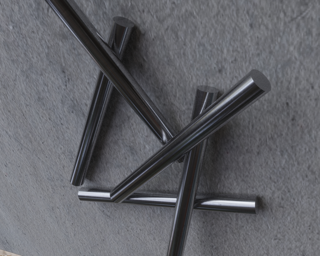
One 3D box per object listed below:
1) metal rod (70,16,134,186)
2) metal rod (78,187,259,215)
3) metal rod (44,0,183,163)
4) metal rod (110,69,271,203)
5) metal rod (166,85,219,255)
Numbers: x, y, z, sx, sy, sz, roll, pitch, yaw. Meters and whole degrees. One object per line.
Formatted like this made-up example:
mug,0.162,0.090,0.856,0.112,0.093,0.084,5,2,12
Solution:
metal rod,-0.092,-0.015,0.444,0.025,0.025,0.298,31,128,7
metal rod,-0.005,0.108,0.474,0.300,0.025,0.025,-4,117,29
metal rod,-0.056,-0.071,0.359,0.025,0.025,0.300,-22,117,36
metal rod,0.012,0.031,0.380,0.025,0.025,0.298,44,134,-3
metal rod,0.036,0.089,0.414,0.025,0.025,0.298,17,116,18
